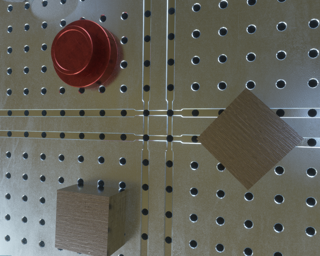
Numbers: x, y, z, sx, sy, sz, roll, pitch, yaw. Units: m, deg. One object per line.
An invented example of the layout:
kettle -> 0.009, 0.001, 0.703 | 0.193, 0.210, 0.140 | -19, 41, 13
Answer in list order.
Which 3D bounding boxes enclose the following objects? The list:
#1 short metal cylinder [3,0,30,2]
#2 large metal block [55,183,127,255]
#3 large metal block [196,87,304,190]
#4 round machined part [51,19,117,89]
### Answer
short metal cylinder -> -0.216, -0.233, 0.460 | 0.080, 0.080, 0.050 | -23, 82, 18
large metal block -> -0.096, 0.126, 0.433 | 0.080, 0.050, 0.079 | 3, 91, 20
large metal block -> 0.104, 0.012, 0.362 | 0.080, 0.050, 0.080 | 46, 104, 14
round machined part -> -0.115, -0.107, 0.444 | 0.098, 0.042, 0.097 | 0, 90, 20
